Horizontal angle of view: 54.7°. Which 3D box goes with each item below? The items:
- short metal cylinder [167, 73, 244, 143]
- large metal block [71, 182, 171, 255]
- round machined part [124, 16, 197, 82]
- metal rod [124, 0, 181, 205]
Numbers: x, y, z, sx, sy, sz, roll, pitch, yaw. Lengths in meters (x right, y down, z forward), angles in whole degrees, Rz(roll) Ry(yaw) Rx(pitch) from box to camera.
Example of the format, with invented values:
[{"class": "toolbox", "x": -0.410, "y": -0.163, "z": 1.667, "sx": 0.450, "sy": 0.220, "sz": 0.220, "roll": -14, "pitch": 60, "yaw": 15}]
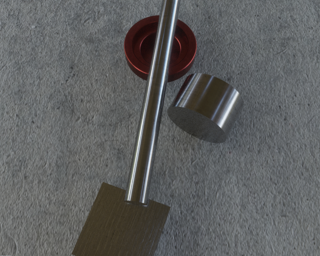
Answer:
[{"class": "short metal cylinder", "x": 0.056, "y": -0.023, "z": 0.388, "sx": 0.080, "sy": 0.080, "sz": 0.050, "roll": 27, "pitch": 72, "yaw": 9}, {"class": "large metal block", "x": -0.040, "y": 0.117, "z": 0.352, "sx": 0.080, "sy": 0.050, "sz": 0.080, "roll": 19, "pitch": 71, "yaw": 6}, {"class": "round machined part", "x": 0.001, "y": -0.106, "z": 0.438, "sx": 0.099, "sy": 0.042, "sz": 0.098, "roll": 0, "pitch": 70, "yaw": 0}, {"class": "metal rod", "x": -0.003, "y": -0.058, "z": 0.381, "sx": 0.025, "sy": 0.025, "sz": 0.299, "roll": 8, "pitch": 68, "yaw": 3}]
